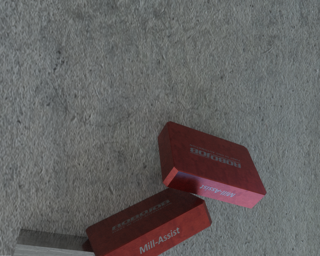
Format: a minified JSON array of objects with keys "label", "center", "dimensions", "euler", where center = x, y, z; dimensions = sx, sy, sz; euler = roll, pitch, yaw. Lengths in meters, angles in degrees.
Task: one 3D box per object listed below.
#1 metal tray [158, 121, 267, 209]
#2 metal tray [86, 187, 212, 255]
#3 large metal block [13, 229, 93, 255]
[{"label":"metal tray","center":[0.065,0.047,0.400],"dimensions":[0.131,0.090,0.030],"euler":[18,125,-20]},{"label":"metal tray","center":[-0.016,0.117,0.369],"dimensions":[0.131,0.090,0.030],"euler":[-22,99,-19]},{"label":"large metal block","center":[-0.128,0.166,0.349],"dimensions":[0.081,0.050,0.080],"euler":[15,85,-20]}]
